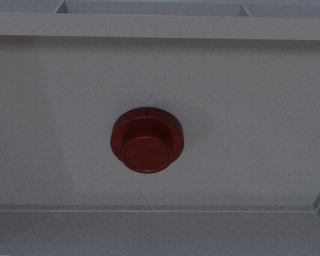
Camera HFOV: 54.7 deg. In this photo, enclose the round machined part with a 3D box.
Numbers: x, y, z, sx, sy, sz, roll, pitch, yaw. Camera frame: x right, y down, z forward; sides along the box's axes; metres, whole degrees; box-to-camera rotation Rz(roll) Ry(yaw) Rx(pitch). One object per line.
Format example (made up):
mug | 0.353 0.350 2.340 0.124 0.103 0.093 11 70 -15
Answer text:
round machined part | -0.017 0.023 0.413 0.099 0.042 0.097 -1 130 0
